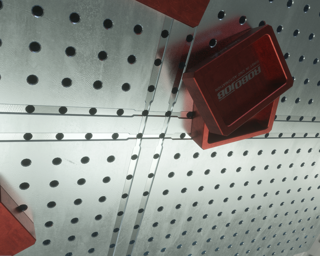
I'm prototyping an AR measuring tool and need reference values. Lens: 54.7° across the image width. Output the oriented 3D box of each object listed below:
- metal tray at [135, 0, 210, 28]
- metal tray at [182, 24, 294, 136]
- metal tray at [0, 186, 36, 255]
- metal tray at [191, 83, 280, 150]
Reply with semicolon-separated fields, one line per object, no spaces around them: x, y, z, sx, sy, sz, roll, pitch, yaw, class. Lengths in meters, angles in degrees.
0.025;-0.180;0.311;0.091;0.030;0.129;13;112;-34;metal tray
0.103;-0.061;0.395;0.131;0.030;0.090;-35;108;-17;metal tray
-0.230;0.134;0.366;0.131;0.030;0.090;-27;128;-12;metal tray
0.113;-0.025;0.456;0.131;0.030;0.089;-12;124;-22;metal tray
